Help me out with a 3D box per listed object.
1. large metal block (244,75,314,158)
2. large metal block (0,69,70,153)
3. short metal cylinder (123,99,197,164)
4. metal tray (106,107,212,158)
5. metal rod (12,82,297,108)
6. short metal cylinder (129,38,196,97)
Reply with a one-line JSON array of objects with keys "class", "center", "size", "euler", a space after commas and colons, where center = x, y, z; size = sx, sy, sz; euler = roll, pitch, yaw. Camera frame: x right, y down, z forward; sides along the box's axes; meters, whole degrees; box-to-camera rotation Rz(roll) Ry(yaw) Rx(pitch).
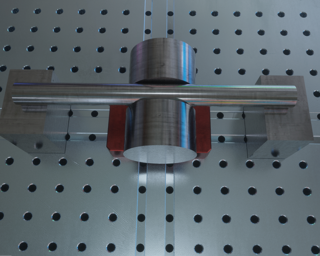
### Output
[{"class": "large metal block", "center": [0.142, -0.011, 0.386], "size": [0.050, 0.080, 0.080], "euler": [1, 70, 0]}, {"class": "large metal block", "center": [-0.151, -0.018, 0.387], "size": [0.050, 0.080, 0.080], "euler": [1, 70, 0]}, {"class": "short metal cylinder", "center": [0.001, 0.007, 0.348], "size": [0.080, 0.080, 0.050], "euler": [1, 70, 0]}, {"class": "metal tray", "center": [0.000, -0.008, 0.412], "size": [0.131, 0.030, 0.090], "euler": [1, 70, 0]}, {"class": "metal rod", "center": [-0.006, -0.036, 0.339], "size": [0.302, 0.025, 0.025], "euler": [1, 70, 0]}, {"class": "short metal cylinder", "center": [0.003, -0.064, 0.374], "size": [0.080, 0.080, 0.050], "euler": [1, 70, 0]}]
